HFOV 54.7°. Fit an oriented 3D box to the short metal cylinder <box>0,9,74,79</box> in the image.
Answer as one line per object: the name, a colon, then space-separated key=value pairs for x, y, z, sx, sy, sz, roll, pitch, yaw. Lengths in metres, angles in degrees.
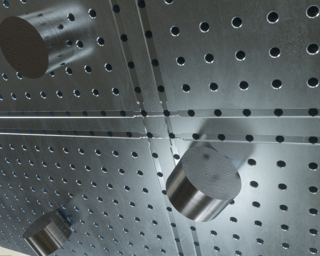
short metal cylinder: x=-0.163 y=-0.112 z=0.412 sx=0.080 sy=0.050 sz=0.079 roll=13 pitch=124 yaw=21

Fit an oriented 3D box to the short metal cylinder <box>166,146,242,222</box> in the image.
short metal cylinder: x=0.054 y=0.070 z=0.390 sx=0.080 sy=0.080 sz=0.050 roll=33 pitch=129 yaw=6

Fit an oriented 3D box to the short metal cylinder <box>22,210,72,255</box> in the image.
short metal cylinder: x=-0.227 y=0.212 z=0.627 sx=0.080 sy=0.080 sz=0.050 roll=-20 pitch=108 yaw=35
